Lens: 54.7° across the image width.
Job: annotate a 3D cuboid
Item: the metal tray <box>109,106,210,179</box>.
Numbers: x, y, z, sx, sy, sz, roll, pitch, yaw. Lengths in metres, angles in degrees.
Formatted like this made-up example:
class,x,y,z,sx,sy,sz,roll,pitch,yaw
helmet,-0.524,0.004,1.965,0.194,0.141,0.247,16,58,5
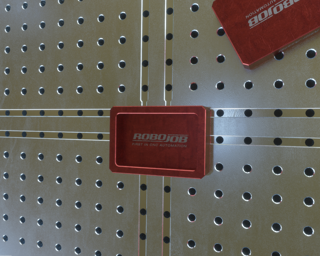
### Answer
class,x,y,z,sx,sy,sz,roll,pitch,yaw
metal tray,-0.002,0.016,0.409,0.130,0.030,0.089,1,90,19

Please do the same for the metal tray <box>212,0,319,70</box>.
class,x,y,z,sx,sy,sz,roll,pitch,yaw
metal tray,0.139,-0.139,0.361,0.130,0.030,0.090,-28,81,17
